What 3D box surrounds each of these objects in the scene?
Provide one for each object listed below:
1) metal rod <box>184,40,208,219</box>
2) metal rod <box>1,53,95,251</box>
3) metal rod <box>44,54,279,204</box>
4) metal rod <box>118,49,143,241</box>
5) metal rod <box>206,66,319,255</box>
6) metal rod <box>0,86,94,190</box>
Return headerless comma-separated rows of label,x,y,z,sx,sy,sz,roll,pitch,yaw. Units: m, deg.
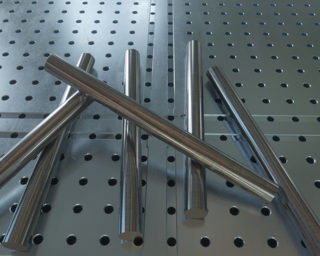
metal rod,0.048,-0.023,0.427,0.025,0.025,0.300,3,50,2
metal rod,-0.131,0.003,0.404,0.025,0.025,0.300,4,50,3
metal rod,-0.005,-0.004,0.360,0.301,0.025,0.025,31,56,8
metal rod,-0.038,-0.005,0.411,0.025,0.025,0.300,-2,50,-2
metal rod,0.125,0.024,0.388,0.025,0.025,0.300,-12,51,-10
metal rod,-0.171,0.046,0.344,0.025,0.025,0.301,31,64,23
